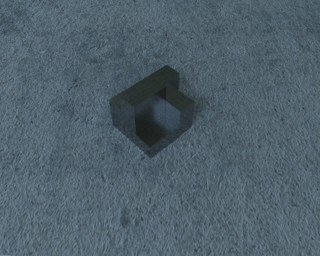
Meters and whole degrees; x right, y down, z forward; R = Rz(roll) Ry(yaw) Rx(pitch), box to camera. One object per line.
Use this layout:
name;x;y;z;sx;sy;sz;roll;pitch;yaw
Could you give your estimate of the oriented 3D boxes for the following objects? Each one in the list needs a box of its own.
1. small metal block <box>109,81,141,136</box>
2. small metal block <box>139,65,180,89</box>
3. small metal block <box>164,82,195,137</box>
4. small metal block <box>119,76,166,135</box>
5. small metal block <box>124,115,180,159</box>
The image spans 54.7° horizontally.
small metal block;-0.037;-0.025;0.409;0.050;0.050;0.025;-36;59;-27
small metal block;0.000;-0.052;0.432;0.050;0.050;0.025;-36;59;-27
small metal block;0.017;-0.024;0.408;0.025;0.050;0.050;-36;59;-26
small metal block;-0.020;-0.027;0.378;0.050;0.050;0.025;-36;59;-27
small metal block;-0.010;0.004;0.401;0.050;0.025;0.050;-35;59;-26
